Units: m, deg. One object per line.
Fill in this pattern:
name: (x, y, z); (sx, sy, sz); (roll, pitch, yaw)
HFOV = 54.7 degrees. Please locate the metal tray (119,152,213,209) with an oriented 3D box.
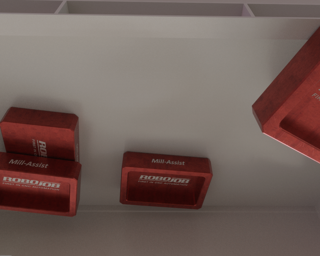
metal tray: (0.006, 0.083, 0.475); (0.131, 0.030, 0.089); (5, 130, -5)

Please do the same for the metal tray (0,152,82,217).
metal tray: (-0.179, 0.080, 0.431); (0.131, 0.030, 0.089); (9, 130, -8)

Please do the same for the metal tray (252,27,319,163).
metal tray: (0.149, -0.011, 0.231); (0.131, 0.030, 0.089); (26, 119, -16)

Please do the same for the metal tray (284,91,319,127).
metal tray: (0.209, -0.004, 0.337); (0.091, 0.130, 0.030); (17, 106, -14)

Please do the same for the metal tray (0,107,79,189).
metal tray: (-0.162, 0.035, 0.434); (0.091, 0.030, 0.129); (6, 130, -6)
